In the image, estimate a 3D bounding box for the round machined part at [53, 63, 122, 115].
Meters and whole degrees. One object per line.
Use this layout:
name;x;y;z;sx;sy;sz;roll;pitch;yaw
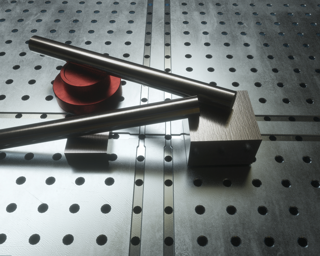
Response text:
round machined part;-0.107;-0.068;0.452;0.099;0.042;0.098;0;50;0

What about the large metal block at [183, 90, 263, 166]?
large metal block;0.073;-0.001;0.389;0.081;0.050;0.080;-1;50;-2

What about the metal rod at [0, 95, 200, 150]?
metal rod;-0.104;-0.001;0.372;0.302;0.025;0.025;-9;50;5

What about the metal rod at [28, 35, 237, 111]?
metal rod;-0.049;-0.078;0.410;0.301;0.025;0.025;19;52;18

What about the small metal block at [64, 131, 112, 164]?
small metal block;-0.089;0.018;0.392;0.050;0.025;0.050;0;50;-1
